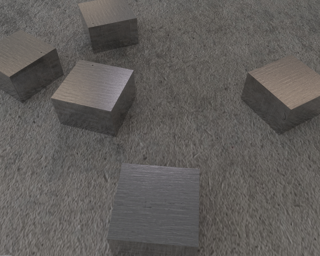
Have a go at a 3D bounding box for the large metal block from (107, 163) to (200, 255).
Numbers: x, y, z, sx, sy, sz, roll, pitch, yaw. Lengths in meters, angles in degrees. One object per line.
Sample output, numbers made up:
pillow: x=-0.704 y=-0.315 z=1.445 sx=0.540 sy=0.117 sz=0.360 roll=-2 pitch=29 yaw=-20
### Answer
large metal block: x=-0.003 y=0.086 z=0.315 sx=0.080 sy=0.050 sz=0.080 roll=4 pitch=50 yaw=3

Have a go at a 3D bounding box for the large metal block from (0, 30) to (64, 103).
large metal block: x=-0.208 y=-0.094 z=0.465 sx=0.080 sy=0.050 sz=0.080 roll=29 pitch=56 yaw=22

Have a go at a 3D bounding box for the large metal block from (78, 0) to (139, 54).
large metal block: x=-0.090 y=-0.181 z=0.538 sx=0.081 sy=0.050 sz=0.080 roll=-17 pitch=52 yaw=-14

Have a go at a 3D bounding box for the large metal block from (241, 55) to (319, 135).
large metal block: x=0.174 y=-0.048 z=0.428 sx=0.081 sy=0.050 sz=0.080 roll=-24 pitch=54 yaw=-19

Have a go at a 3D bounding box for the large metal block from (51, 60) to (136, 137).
large metal block: x=-0.086 y=-0.042 z=0.422 sx=0.080 sy=0.050 sz=0.080 roll=13 pitch=51 yaw=10
